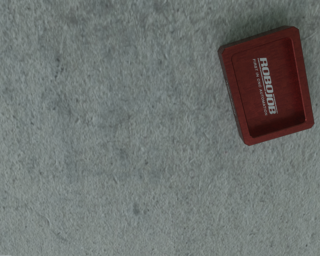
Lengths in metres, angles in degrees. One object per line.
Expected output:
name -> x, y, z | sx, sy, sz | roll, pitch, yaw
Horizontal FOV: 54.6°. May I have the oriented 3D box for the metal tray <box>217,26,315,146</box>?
metal tray -> 0.133, -0.051, 0.389 | 0.090, 0.030, 0.129 | -17, 109, 6
